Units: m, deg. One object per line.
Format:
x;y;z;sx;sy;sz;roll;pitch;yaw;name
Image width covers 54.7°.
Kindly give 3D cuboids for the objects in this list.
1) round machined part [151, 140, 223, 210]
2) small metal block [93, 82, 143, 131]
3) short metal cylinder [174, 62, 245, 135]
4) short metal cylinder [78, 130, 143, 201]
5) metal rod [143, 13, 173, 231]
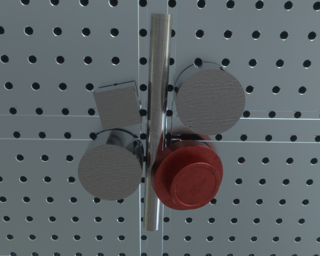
0.040;0.069;0.413;0.099;0.042;0.097;-6;110;-15;round machined part
-0.053;-0.028;0.398;0.050;0.025;0.050;-11;110;3;small metal block
0.059;-0.037;0.382;0.081;0.050;0.079;0;110;0;short metal cylinder
-0.063;0.049;0.413;0.081;0.050;0.079;0;110;0;short metal cylinder
-0.005;0.007;0.411;0.025;0.025;0.298;3;110;-1;metal rod
